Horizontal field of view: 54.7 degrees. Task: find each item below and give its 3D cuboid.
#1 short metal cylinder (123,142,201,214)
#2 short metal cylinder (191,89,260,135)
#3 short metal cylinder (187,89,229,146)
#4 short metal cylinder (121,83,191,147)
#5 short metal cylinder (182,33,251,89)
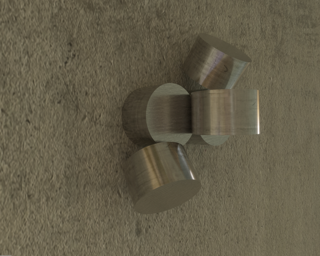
[{"bbox_3d":[0.002,0.060,0.365,0.081,0.080,0.050,10,45,-40],"label":"short metal cylinder"},{"bbox_3d":[0.078,-0.018,0.373,0.081,0.080,0.050,-2,92,-40],"label":"short metal cylinder"},{"bbox_3d":[0.061,-0.016,0.442,0.081,0.050,0.079,0,90,-40],"label":"short metal cylinder"},{"bbox_3d":[-0.001,-0.014,0.390,0.081,0.050,0.079,0,90,-40],"label":"short metal cylinder"},{"bbox_3d":[0.078,-0.090,0.429,0.081,0.080,0.050,1,128,-40],"label":"short metal cylinder"}]
